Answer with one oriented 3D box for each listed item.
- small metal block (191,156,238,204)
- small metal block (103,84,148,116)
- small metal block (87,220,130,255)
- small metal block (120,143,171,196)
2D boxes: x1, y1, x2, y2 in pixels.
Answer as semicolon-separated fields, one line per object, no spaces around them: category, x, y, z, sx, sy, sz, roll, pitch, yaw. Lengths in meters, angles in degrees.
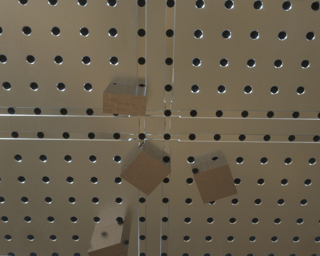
small metal block;0.077;0.074;0.442;0.050;0.025;0.050;-19;109;6
small metal block;-0.042;-0.036;0.386;0.050;0.050;0.025;4;110;-2
small metal block;-0.075;0.170;0.462;0.050;0.050;0.025;-19;109;6
small metal block;-0.020;0.058;0.435;0.050;0.025;0.050;37;106;-13
